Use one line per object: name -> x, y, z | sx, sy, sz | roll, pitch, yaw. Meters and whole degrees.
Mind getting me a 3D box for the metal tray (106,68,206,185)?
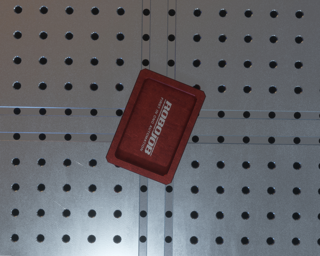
metal tray -> -0.005, -0.002, 0.411 | 0.090, 0.030, 0.129 | 22, 90, -1
